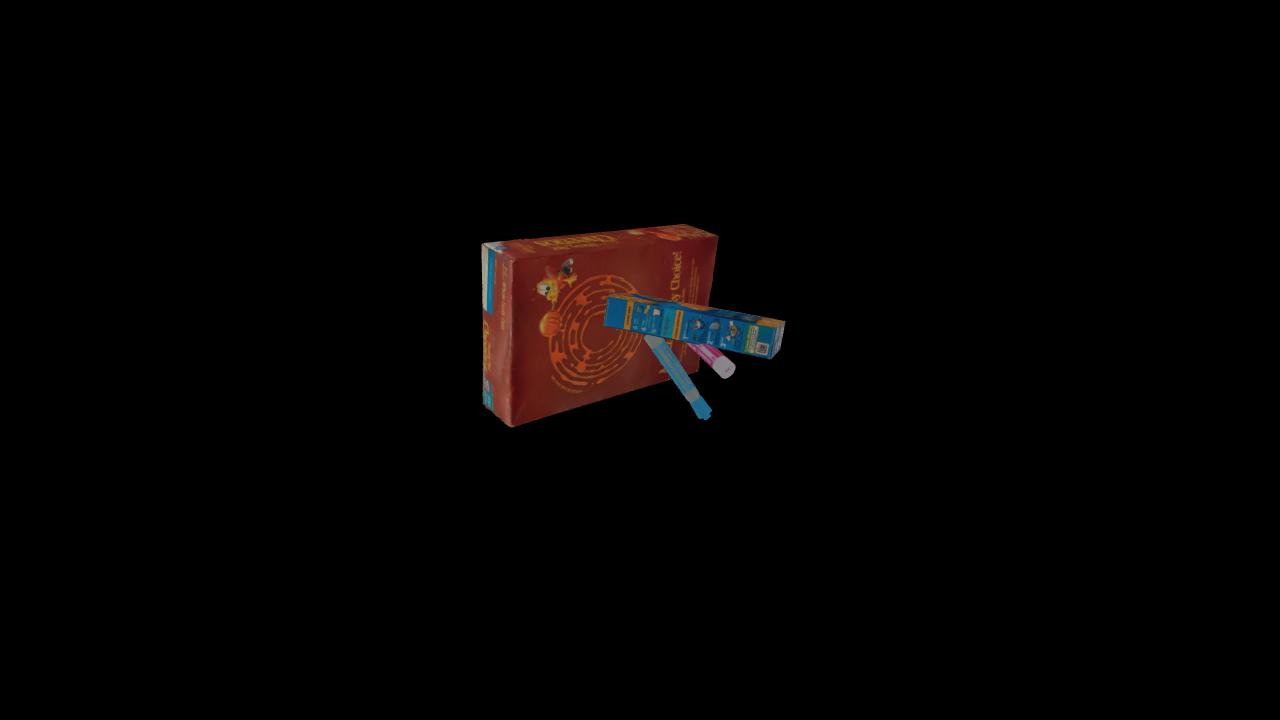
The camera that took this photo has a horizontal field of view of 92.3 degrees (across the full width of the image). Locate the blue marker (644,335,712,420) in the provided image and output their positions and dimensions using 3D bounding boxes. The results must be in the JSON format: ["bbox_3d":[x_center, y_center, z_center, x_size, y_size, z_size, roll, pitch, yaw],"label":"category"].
[{"bbox_3d":[0.045,0.019,0.701,0.020,0.121,0.020,-33,12,8],"label":"blue marker"}]

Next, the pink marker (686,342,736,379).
[{"bbox_3d":[0.056,-0.023,0.652,0.020,0.020,0.121,0,35,-41],"label":"pink marker"}]

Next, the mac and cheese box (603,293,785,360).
[{"bbox_3d":[0.062,-0.040,0.678,0.184,0.041,0.093,12,12,17],"label":"mac and cheese box"}]

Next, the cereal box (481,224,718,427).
[{"bbox_3d":[-0.045,-0.055,0.767,0.306,0.203,0.081,-15,32,-36],"label":"cereal box"}]
